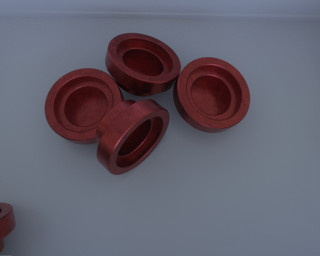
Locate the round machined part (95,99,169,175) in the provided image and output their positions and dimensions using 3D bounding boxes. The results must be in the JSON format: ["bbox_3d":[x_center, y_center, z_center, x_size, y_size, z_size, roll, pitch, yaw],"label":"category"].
[{"bbox_3d":[-0.037,0.005,0.370,0.042,0.098,0.098,40,74,22],"label":"round machined part"}]

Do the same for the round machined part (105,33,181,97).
[{"bbox_3d":[-0.025,-0.081,0.416,0.099,0.042,0.098,12,48,-14],"label":"round machined part"}]

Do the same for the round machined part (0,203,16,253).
[{"bbox_3d":[-0.208,0.118,0.331,0.099,0.098,0.042,-7,97,-3],"label":"round machined part"}]

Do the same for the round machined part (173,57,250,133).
[{"bbox_3d":[0.064,-0.040,0.408,0.099,0.042,0.098,4,72,-14],"label":"round machined part"}]

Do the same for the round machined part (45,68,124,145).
[{"bbox_3d":[-0.094,-0.025,0.405,0.099,0.042,0.098,-1,72,5],"label":"round machined part"}]
